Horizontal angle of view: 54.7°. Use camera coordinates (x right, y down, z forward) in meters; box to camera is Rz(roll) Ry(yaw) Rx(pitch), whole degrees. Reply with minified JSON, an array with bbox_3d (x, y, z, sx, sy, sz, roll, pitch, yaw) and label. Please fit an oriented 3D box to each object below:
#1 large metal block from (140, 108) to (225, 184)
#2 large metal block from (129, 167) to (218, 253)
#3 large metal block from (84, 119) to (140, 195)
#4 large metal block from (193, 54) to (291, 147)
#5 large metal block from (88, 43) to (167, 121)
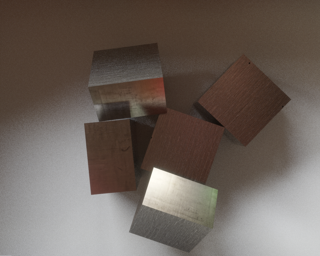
[{"bbox_3d":[0.028,0.024,0.399,0.080,0.050,0.080,19,90,-1],"label":"large metal block"},{"bbox_3d":[0.015,0.102,0.376,0.080,0.079,0.050,20,48,-2],"label":"large metal block"},{"bbox_3d":[-0.055,0.032,0.382,0.050,0.080,0.079,-6,90,0],"label":"large metal block"},{"bbox_3d":[0.102,-0.034,0.399,0.080,0.050,0.080,44,90,-1],"label":"large metal block"},{"bbox_3d":[-0.037,-0.057,0.376,0.081,0.080,0.050,-7,132,0],"label":"large metal block"}]
